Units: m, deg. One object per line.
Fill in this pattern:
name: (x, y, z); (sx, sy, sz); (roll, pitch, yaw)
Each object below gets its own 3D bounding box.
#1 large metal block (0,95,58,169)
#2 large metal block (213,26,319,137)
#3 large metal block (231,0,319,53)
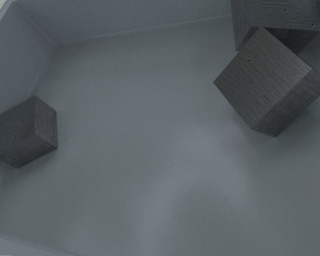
large metal block: (-0.215, 0.007, 0.499); (0.080, 0.050, 0.080); (-26, 53, 12)
large metal block: (0.119, -0.049, 0.339); (0.080, 0.050, 0.080); (-51, 47, 26)
large metal block: (0.135, -0.138, 0.371); (0.081, 0.050, 0.080); (1, 72, -7)
